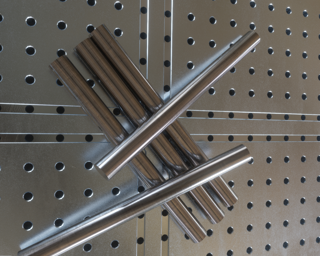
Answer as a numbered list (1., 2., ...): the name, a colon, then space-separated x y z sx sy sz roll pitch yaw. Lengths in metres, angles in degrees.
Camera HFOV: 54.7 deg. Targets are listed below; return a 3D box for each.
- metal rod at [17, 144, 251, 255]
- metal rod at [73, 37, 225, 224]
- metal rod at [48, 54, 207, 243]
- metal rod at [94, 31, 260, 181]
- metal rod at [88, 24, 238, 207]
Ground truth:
1. metal rod: -0.022 0.093 0.383 0.302 0.025 0.025 -24 99 -11
2. metal rod: -0.007 0.013 0.411 0.025 0.025 0.300 -41 103 -16
3. metal rod: -0.034 0.036 0.401 0.025 0.025 0.300 -41 103 -16
4. metal rod: 0.037 -0.043 0.406 0.301 0.025 0.025 -42 104 -24
5. metal rod: 0.012 -0.007 0.418 0.025 0.025 0.300 -42 104 -15
